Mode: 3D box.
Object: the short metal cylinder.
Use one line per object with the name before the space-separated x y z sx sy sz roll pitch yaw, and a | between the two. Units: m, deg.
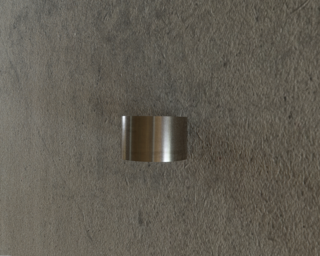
short metal cylinder | -0.007 0.011 0.376 0.080 0.081 0.050 1 91 40
